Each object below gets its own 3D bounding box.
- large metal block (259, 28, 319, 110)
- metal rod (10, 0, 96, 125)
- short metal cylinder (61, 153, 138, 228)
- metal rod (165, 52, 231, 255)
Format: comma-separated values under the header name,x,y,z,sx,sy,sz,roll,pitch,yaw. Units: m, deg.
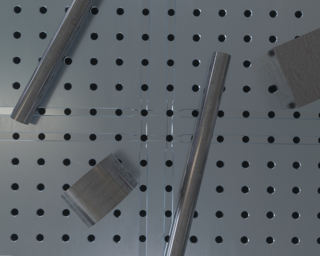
name,x,y,z,sx,sy,sz,roll,pitch,yaw
large metal block,0.190,-0.077,0.402,0.080,0.050,0.080,-23,90,0
metal rod,-0.116,-0.142,0.412,0.025,0.025,0.299,28,90,0
short metal cylinder,-0.074,0.076,0.385,0.080,0.080,0.050,-41,90,0
metal rod,0.048,0.048,0.413,0.025,0.025,0.298,13,90,0
